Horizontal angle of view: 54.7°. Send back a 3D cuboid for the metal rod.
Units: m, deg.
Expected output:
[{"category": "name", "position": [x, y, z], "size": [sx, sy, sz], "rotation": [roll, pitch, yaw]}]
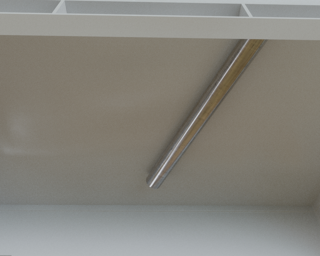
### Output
[{"category": "metal rod", "position": [0.053, -0.019, 0.393], "size": [0.025, 0.025, 0.298], "rotation": [20, 127, -16]}]
